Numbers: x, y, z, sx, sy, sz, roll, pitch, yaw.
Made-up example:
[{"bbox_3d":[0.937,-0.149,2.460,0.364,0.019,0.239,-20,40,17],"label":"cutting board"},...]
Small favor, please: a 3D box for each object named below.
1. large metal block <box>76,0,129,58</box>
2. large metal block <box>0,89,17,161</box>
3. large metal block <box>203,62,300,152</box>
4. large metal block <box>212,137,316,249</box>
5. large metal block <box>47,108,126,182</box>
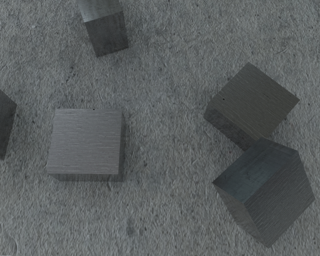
[{"bbox_3d":[-0.084,-0.161,0.437,0.050,0.080,0.080,-20,71,-7],"label":"large metal block"},{"bbox_3d":[-0.227,-0.010,0.381,0.050,0.080,0.080,3,70,1],"label":"large metal block"},{"bbox_3d":[0.116,-0.025,0.404,0.080,0.050,0.080,41,75,13],"label":"large metal block"},{"bbox_3d":[0.118,0.071,0.347,0.080,0.050,0.080,-40,120,-13],"label":"large metal block"},{"bbox_3d":[-0.087,0.023,0.386,0.080,0.050,0.080,1,70,0],"label":"large metal block"}]
